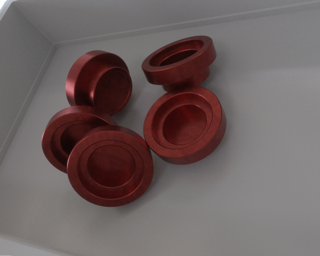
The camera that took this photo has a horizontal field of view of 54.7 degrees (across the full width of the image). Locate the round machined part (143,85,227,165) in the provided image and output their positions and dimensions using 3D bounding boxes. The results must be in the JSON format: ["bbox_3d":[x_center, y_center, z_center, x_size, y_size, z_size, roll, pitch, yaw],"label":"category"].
[{"bbox_3d":[0.033,0.000,0.378,0.098,0.042,0.098,-13,56,21],"label":"round machined part"}]

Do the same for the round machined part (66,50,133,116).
[{"bbox_3d":[-0.077,-0.056,0.434,0.042,0.098,0.098,24,75,37],"label":"round machined part"}]

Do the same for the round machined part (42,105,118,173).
[{"bbox_3d":[-0.100,0.013,0.409,0.098,0.098,0.042,-28,29,10],"label":"round machined part"}]

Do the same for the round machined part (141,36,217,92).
[{"bbox_3d":[0.028,-0.082,0.415,0.098,0.042,0.098,-18,30,11],"label":"round machined part"}]

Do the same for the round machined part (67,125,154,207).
[{"bbox_3d":[-0.058,0.042,0.375,0.098,0.098,0.042,-33,18,6],"label":"round machined part"}]
